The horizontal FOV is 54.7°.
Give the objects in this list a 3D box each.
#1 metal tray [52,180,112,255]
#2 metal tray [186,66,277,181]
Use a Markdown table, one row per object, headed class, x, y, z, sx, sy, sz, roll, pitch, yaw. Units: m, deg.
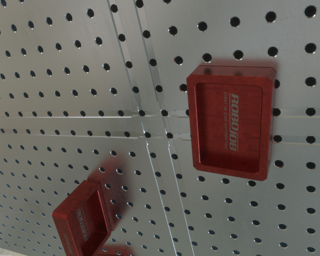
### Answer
| class | x | y | z | sx | sy | sz | roll | pitch | yaw |
| --- | --- | --- | --- | --- | --- | --- | --- | --- | --- |
| metal tray | -0.131 | 0.168 | 0.539 | 0.030 | 0.090 | 0.129 | 8 | 122 | 24 |
| metal tray | 0.082 | -0.004 | 0.360 | 0.090 | 0.030 | 0.129 | 7 | 122 | 24 |
